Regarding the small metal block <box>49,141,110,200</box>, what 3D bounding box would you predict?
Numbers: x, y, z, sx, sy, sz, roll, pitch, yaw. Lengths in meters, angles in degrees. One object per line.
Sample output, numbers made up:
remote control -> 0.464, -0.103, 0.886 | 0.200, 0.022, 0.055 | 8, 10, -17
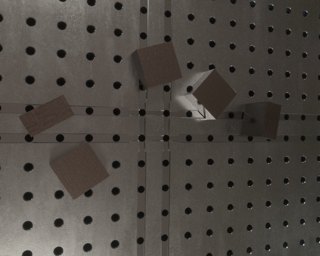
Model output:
small metal block -> -0.098, 0.050, 0.377 | 0.050, 0.025, 0.050 | -33, 101, -17

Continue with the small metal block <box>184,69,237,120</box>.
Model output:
small metal block -> 0.072, -0.047, 0.441 | 0.050, 0.025, 0.050 | 45, 76, -15

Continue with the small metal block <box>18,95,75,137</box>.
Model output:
small metal block -> -0.128, -0.013, 0.352 | 0.050, 0.050, 0.025 | -30, 100, -18

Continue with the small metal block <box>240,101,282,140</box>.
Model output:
small metal block -> 0.147, -0.010, 0.456 | 0.025, 0.050, 0.050 | 12, 86, -20

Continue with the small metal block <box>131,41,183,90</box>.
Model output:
small metal block -> -0.004, -0.083, 0.412 | 0.050, 0.025, 0.050 | -19, 97, -19
